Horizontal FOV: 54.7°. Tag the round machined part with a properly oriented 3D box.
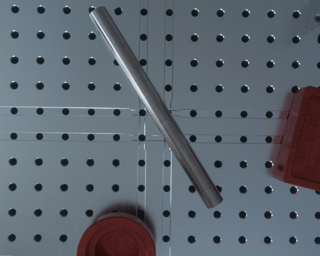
[{"bbox_3d":[-0.054,0.158,0.404,0.099,0.042,0.097,0,90,-1],"label":"round machined part"}]

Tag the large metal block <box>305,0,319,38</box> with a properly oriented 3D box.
[{"bbox_3d":[0.245,-0.145,0.389,0.080,0.080,0.050,10,90,-1],"label":"large metal block"}]

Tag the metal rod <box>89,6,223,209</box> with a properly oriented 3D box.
[{"bbox_3d":[-0.005,-0.027,0.413,0.025,0.025,0.299,-32,90,0],"label":"metal rod"}]

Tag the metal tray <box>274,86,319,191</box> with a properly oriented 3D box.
[{"bbox_3d":[0.216,0.018,0.413,0.091,0.030,0.129,14,90,-1],"label":"metal tray"}]
